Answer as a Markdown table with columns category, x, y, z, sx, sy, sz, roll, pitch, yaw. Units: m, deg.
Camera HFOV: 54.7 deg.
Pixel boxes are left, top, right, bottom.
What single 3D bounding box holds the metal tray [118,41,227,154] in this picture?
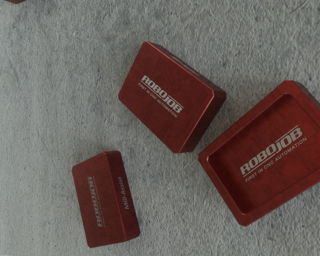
| category | x | y | z | sx | sy | sz | roll | pitch | yaw |
| --- | --- | --- | --- | --- | --- | --- | --- | --- | --- |
| metal tray | 0.009 | -0.041 | 0.394 | 0.130 | 0.030 | 0.089 | 43 | 116 | 31 |

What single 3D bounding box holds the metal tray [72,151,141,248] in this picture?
| category | x | y | z | sx | sy | sz | roll | pitch | yaw |
| --- | --- | --- | --- | --- | --- | --- | --- | --- | --- |
| metal tray | -0.085 | 0.109 | 0.472 | 0.090 | 0.030 | 0.129 | -26 | 74 | 37 |

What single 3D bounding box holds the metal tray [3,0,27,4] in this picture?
| category | x | y | z | sx | sy | sz | roll | pitch | yaw |
| --- | --- | --- | --- | --- | --- | --- | --- | --- | --- |
| metal tray | -0.276 | -0.312 | 0.629 | 0.130 | 0.030 | 0.089 | 5 | 93 | 39 |

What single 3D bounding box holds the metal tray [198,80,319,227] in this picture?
| category | x | y | z | sx | sy | sz | roll | pitch | yaw |
| --- | --- | --- | --- | --- | --- | --- | --- | --- | --- |
| metal tray | 0.110 | 0.027 | 0.310 | 0.129 | 0.030 | 0.090 | -46 | 63 | 30 |
